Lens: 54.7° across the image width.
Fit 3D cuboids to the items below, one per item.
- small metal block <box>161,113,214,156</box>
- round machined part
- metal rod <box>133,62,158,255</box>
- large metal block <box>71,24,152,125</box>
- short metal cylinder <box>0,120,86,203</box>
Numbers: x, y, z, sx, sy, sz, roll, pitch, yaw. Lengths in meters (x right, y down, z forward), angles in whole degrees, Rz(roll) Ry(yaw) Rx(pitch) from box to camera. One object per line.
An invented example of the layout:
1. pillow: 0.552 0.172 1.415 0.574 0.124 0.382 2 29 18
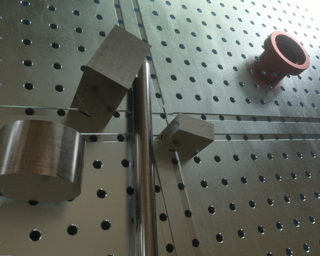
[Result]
1. small metal block: 0.036 0.010 0.407 0.050 0.050 0.025 18 55 -19
2. round machined part: 0.247 -0.144 0.621 0.099 0.042 0.098 14 56 -21
3. metal rod: -0.020 0.041 0.373 0.025 0.025 0.299 11 57 -23
4. large metal block: -0.060 -0.064 0.381 0.050 0.080 0.080 29 52 -10
5. short metal cylinder: -0.113 0.034 0.292 0.081 0.080 0.050 12 57 -22
